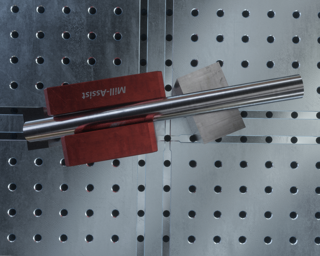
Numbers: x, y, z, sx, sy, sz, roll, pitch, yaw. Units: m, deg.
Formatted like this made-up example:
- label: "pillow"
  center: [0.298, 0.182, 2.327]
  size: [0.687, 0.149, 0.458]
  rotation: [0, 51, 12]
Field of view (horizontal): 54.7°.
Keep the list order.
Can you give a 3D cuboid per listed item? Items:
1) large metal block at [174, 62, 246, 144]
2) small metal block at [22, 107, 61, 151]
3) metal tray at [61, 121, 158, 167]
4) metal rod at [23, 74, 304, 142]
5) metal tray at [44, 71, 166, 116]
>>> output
- label: "large metal block"
  center: [0.057, -0.028, 0.386]
  size: [0.050, 0.080, 0.080]
  rotation: [-23, 90, 0]
- label: "small metal block"
  center: [-0.150, 0.001, 0.399]
  size: [0.025, 0.050, 0.050]
  rotation: [-8, 90, 0]
- label: "metal tray"
  center: [-0.050, 0.015, 0.360]
  size: [0.091, 0.130, 0.030]
  rotation: [-9, 91, -1]
- label: "metal rod"
  center: [-0.005, -0.019, 0.338]
  size: [0.301, 0.025, 0.025]
  rotation: [-9, 90, 9]
- label: "metal tray"
  center: [-0.061, -0.039, 0.379]
  size: [0.131, 0.090, 0.030]
  rotation: [-9, 91, -1]
